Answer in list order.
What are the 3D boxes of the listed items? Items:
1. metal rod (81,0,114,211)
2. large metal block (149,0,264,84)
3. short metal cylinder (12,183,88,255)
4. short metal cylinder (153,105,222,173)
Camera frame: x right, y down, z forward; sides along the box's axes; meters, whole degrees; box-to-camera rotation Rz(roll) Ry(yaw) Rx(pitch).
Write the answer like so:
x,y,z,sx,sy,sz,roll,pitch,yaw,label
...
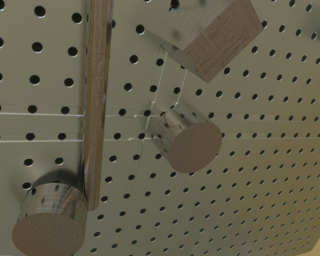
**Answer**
x,y,z,sx,sy,sz,roll,pitch,yaw,label
-0.074,-0.026,0.354,0.025,0.025,0.298,-5,121,-26,metal rod
0.048,-0.106,0.336,0.080,0.080,0.050,-44,129,2,large metal block
-0.131,0.114,0.379,0.081,0.050,0.079,-3,120,-6,short metal cylinder
0.037,0.015,0.424,0.081,0.050,0.079,-14,124,-21,short metal cylinder
